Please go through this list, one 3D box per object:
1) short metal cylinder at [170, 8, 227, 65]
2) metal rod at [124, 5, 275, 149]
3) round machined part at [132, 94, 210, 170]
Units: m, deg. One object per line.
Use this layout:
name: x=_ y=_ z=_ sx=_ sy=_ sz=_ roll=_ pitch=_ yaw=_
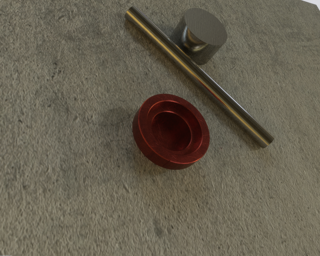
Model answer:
short metal cylinder: x=0.064 y=-0.152 z=0.517 sx=0.081 sy=0.050 sz=0.080 roll=14 pitch=56 yaw=-21
metal rod: x=0.061 y=-0.081 z=0.487 sx=0.300 sy=0.025 sz=0.025 roll=44 pitch=51 yaw=2
round machined part: x=0.011 y=0.008 z=0.395 sx=0.099 sy=0.042 sz=0.098 roll=14 pitch=56 yaw=-21
